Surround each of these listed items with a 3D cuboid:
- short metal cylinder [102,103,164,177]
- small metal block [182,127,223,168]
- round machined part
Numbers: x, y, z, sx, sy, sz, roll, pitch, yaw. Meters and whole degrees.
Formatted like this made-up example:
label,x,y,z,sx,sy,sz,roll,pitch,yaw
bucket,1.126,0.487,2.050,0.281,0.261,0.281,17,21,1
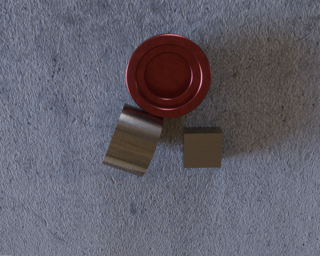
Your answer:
label,x,y,z,sx,sy,sz,roll,pitch,yaw
short metal cylinder,-0.034,0.015,0.386,0.050,0.080,0.079,20,109,-8
small metal block,0.057,0.026,0.420,0.050,0.025,0.050,-1,110,0
round machined part,0.010,-0.065,0.377,0.099,0.042,0.097,0,110,-1
